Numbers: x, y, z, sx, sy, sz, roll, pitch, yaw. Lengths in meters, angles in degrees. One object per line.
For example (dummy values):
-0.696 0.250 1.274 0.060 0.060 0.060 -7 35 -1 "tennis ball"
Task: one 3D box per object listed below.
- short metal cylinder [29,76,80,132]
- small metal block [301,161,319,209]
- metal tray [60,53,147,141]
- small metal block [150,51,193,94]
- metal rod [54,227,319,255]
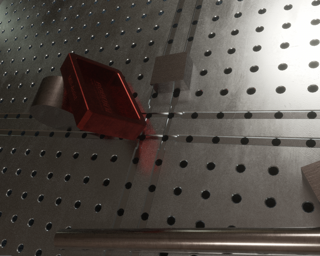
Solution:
-0.148 -0.035 0.470 0.080 0.080 0.050 -3 61 26 "short metal cylinder"
0.168 0.054 0.287 0.050 0.025 0.050 -24 53 13 "small metal block"
-0.080 -0.045 0.431 0.030 0.091 0.130 -51 47 27 "metal tray"
0.018 -0.079 0.446 0.050 0.025 0.050 -4 60 26 "small metal block"
0.014 0.119 0.327 0.301 0.025 0.025 -8 58 23 "metal rod"
